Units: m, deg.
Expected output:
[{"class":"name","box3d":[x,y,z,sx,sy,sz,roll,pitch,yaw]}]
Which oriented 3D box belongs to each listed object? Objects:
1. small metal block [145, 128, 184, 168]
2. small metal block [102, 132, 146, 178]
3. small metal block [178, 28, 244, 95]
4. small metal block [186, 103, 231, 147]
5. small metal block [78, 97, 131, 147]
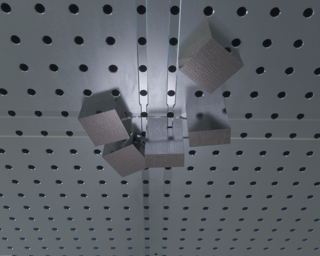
[{"class":"small metal block","box3d":[0.006,0.026,0.417,0.050,0.050,0.025,-2,130,1]},{"class":"small metal block","box3d":[-0.046,0.039,0.444,0.050,0.025,0.050,-24,127,18]},{"class":"small metal block","box3d":[0.056,-0.074,0.349,0.050,0.025,0.050,33,123,-25]},{"class":"small metal block","box3d":[0.060,-0.004,0.392,0.050,0.050,0.025,-5,130,4]},{"class":"small metal block","box3d":[-0.071,-0.007,0.405,0.050,0.025,0.050,-14,129,11]}]
